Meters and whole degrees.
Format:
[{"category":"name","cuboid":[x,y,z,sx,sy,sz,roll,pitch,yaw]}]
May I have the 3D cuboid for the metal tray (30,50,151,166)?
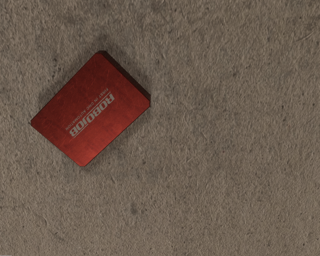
[{"category":"metal tray","cuboid":[-0.087,-0.023,0.398,0.130,0.030,0.090,-42,105,13]}]
